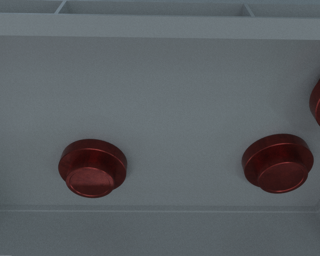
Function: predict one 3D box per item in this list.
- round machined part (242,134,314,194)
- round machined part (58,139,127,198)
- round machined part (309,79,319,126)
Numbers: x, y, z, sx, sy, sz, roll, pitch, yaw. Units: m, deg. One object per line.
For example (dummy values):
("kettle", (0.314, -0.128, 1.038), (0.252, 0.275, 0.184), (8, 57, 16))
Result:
("round machined part", (0.172, 0.058, 0.449), (0.099, 0.042, 0.097), (0, 130, 0))
("round machined part", (-0.099, 0.065, 0.453), (0.099, 0.042, 0.097), (0, 130, 0))
("round machined part", (0.227, -0.041, 0.365), (0.099, 0.042, 0.097), (0, 130, 0))
